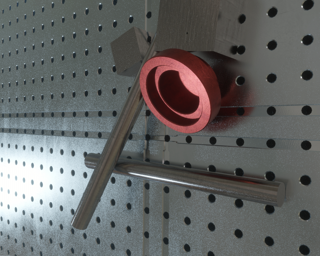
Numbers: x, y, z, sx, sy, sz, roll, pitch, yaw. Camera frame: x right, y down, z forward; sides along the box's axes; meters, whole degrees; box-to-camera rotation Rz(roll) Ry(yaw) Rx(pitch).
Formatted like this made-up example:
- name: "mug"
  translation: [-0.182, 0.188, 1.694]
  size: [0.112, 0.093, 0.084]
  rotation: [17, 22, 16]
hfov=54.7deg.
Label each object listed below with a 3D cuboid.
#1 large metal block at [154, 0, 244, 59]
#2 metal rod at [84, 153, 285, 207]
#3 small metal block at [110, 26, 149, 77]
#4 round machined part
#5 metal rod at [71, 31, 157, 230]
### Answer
- name: "large metal block"
  translation: [0.045, -0.124, 0.355]
  size: [0.080, 0.050, 0.079]
  rotation: [11, 97, 39]
- name: "metal rod"
  translation: [0.005, 0.059, 0.403]
  size: [0.300, 0.025, 0.025]
  rotation: [3, 92, 39]
- name: "small metal block"
  translation: [-0.040, -0.107, 0.440]
  size: [0.050, 0.025, 0.050]
  rotation: [-22, 76, 37]
- name: "round machined part"
  translation: [0.027, -0.045, 0.355]
  size: [0.098, 0.042, 0.097]
  rotation: [28, 140, 27]
- name: "metal rod"
  translation: [-0.055, 0.008, 0.427]
  size: [0.025, 0.025, 0.298]
  rotation: [32, 102, 35]
